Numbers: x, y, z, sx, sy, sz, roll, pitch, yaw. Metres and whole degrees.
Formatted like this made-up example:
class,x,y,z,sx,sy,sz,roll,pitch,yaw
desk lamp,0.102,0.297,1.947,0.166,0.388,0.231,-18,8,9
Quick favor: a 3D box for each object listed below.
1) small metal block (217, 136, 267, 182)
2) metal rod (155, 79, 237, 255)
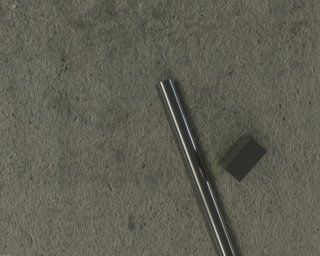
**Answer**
class,x,y,z,sx,sy,sz,roll,pitch,yaw
small metal block,0.104,0.038,0.399,0.025,0.050,0.050,41,90,-1
metal rod,0.056,0.080,0.410,0.025,0.025,0.299,-20,90,0
